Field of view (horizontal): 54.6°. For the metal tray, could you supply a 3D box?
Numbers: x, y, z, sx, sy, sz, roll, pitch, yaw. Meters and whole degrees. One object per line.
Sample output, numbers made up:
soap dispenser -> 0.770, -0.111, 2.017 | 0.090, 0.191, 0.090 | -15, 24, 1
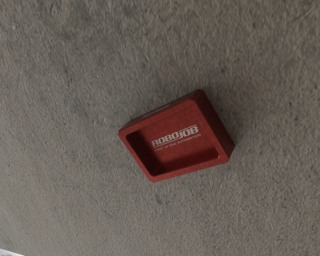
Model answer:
metal tray -> 0.018, 0.016, 0.403 | 0.130, 0.030, 0.090 | -22, 107, 36
